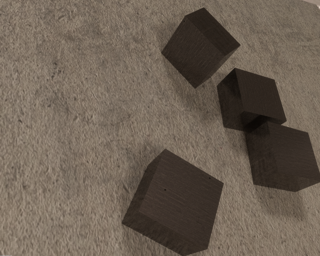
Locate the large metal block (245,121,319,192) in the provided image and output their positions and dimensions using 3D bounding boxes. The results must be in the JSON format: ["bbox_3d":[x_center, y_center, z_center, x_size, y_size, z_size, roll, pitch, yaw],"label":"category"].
[{"bbox_3d":[0.181,0.044,0.461,0.081,0.050,0.080,13,56,-21],"label":"large metal block"}]

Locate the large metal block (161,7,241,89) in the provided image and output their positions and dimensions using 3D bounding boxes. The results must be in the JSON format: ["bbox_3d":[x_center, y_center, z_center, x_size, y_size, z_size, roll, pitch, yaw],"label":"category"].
[{"bbox_3d":[0.061,-0.122,0.478,0.080,0.080,0.050,48,51,5],"label":"large metal block"}]

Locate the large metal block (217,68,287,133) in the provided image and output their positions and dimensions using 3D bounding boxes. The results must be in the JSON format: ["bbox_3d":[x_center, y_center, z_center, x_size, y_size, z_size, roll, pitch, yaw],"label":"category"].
[{"bbox_3d":[0.143,-0.040,0.492,0.081,0.050,0.080,11,57,-23],"label":"large metal block"}]

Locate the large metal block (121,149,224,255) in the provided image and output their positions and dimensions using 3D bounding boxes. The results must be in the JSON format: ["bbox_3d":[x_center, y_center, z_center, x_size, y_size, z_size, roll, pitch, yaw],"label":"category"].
[{"bbox_3d":[0.016,0.084,0.347,0.080,0.050,0.080,31,51,-8],"label":"large metal block"}]
